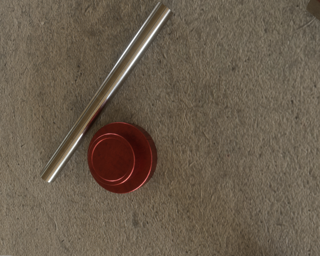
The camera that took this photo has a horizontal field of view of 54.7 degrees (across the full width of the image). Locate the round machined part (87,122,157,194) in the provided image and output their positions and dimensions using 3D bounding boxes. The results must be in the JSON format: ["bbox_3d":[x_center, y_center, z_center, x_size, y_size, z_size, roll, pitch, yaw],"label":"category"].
[{"bbox_3d":[-0.057,0.041,0.420,0.098,0.042,0.097,0,90,20],"label":"round machined part"}]

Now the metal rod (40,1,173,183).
[{"bbox_3d":[-0.081,-0.042,0.437,0.025,0.025,0.299,41,103,15],"label":"metal rod"}]

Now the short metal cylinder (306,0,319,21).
[{"bbox_3d":[0.198,-0.136,0.310,0.080,0.080,0.050,-45,76,14],"label":"short metal cylinder"}]
